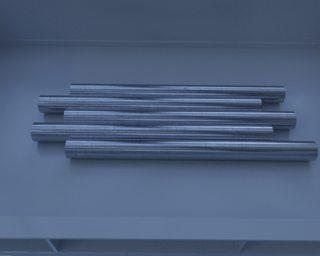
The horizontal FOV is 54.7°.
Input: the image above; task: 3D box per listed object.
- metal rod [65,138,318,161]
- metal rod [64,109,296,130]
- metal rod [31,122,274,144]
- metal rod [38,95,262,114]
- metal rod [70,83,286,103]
[{"bbox_3d":[0.038,0.027,0.381,0.302,0.025,0.025,1,50,0],"label":"metal rod"},{"bbox_3d":[0.026,-0.012,0.414,0.302,0.025,0.025,1,50,0],"label":"metal rod"},{"bbox_3d":[-0.009,0.007,0.397,0.302,0.025,0.025,1,50,0],"label":"metal rod"},{"bbox_3d":[-0.013,-0.031,0.429,0.302,0.025,0.025,1,50,0],"label":"metal rod"},{"bbox_3d":[0.025,-0.050,0.445,0.302,0.025,0.025,1,50,0],"label":"metal rod"}]
